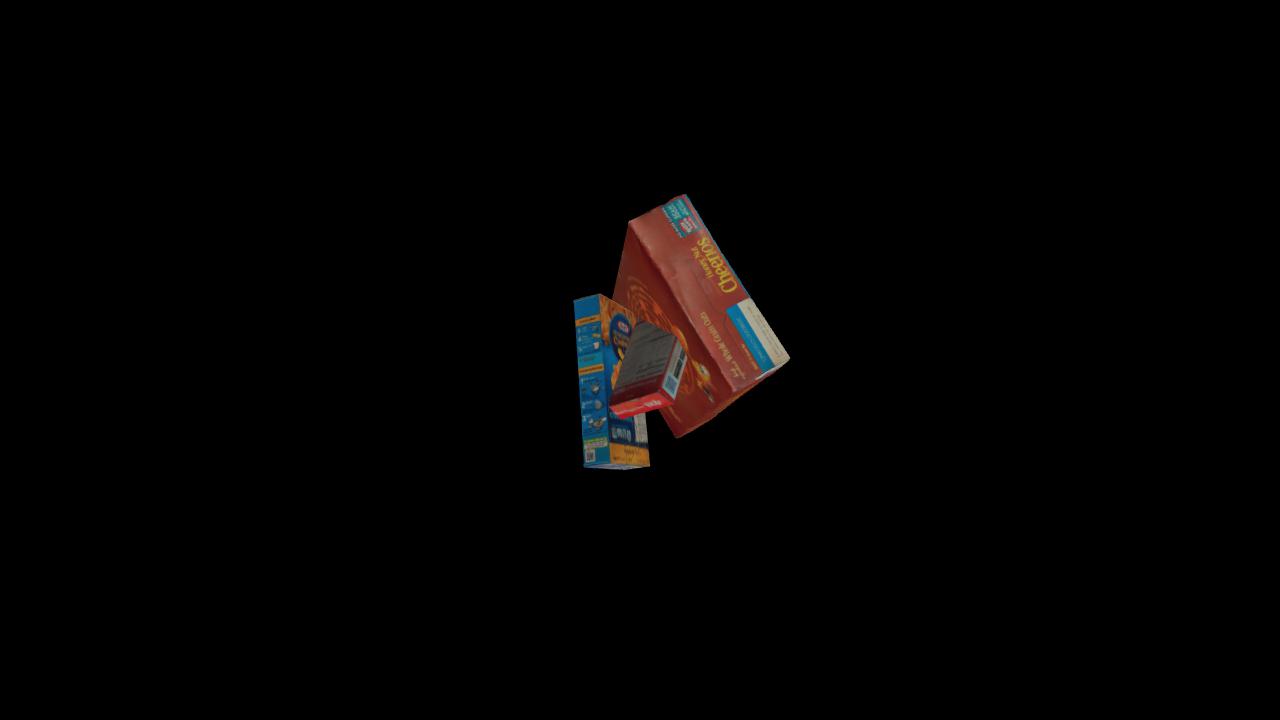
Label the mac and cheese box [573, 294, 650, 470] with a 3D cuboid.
[{"bbox_3d":[-0.031,0.027,0.684,0.041,0.184,0.093,-12,-16,26],"label":"mac and cheese box"}]

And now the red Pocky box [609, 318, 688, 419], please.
[{"bbox_3d":[0.017,-0.008,0.665,0.083,0.155,0.028,-18,-52,39],"label":"red Pocky box"}]

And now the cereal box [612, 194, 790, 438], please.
[{"bbox_3d":[0.049,-0.030,0.738,0.081,0.203,0.306,-28,-11,-15],"label":"cereal box"}]
